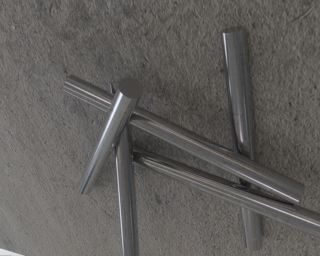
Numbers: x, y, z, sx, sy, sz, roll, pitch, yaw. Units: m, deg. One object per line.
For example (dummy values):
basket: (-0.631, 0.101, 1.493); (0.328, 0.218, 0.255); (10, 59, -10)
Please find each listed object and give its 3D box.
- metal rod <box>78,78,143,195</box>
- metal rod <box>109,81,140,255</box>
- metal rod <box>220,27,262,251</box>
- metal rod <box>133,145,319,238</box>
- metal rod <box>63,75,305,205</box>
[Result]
metal rod: (-0.080, 0.033, 0.423); (0.025, 0.025, 0.298); (38, 144, 2)
metal rod: (-0.047, 0.085, 0.434); (0.025, 0.025, 0.298); (4, 105, 26)
metal rod: (0.102, 0.033, 0.373); (0.025, 0.025, 0.298); (2, 119, 27)
metal rod: (0.073, 0.073, 0.385); (0.300, 0.025, 0.025); (18, 126, 28)
metal rod: (0.019, 0.008, 0.366); (0.301, 0.025, 0.025); (26, 128, 10)
